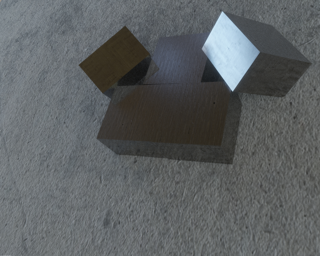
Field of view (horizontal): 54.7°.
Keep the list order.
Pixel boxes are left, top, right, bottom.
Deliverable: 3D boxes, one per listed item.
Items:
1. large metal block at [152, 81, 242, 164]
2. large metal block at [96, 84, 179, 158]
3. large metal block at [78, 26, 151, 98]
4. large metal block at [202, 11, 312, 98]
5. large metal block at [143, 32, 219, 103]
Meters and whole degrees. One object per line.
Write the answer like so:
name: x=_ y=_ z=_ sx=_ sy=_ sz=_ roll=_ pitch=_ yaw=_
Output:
large metal block: x=0.046 y=-0.007 z=0.366 sx=0.080 sy=0.050 sz=0.080 roll=2 pitch=62 yaw=28
large metal block: x=-0.024 y=-0.009 z=0.405 sx=0.080 sy=0.050 sz=0.080 roll=2 pitch=62 yaw=28
large metal block: x=-0.058 y=-0.088 z=0.443 sx=0.080 sy=0.080 sz=0.050 roll=-40 pitch=86 yaw=1
large metal block: x=0.108 y=-0.083 z=0.356 sx=0.050 sy=0.081 sz=0.080 roll=-61 pitch=39 yaw=38
large metal block: x=0.034 y=-0.078 z=0.419 sx=0.080 sy=0.050 sz=0.080 roll=3 pitch=63 yaw=29
